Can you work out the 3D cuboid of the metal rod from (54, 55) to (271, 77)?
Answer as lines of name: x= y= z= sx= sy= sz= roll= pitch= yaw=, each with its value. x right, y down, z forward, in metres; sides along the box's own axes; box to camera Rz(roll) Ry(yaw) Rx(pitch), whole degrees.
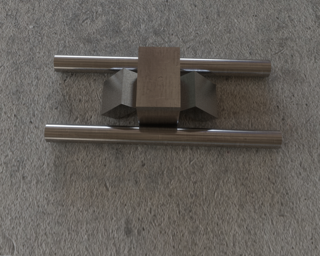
metal rod: x=0.004 y=-0.088 z=0.442 sx=0.302 sy=0.025 sz=0.025 roll=1 pitch=70 yaw=0

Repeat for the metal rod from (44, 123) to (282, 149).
metal rod: x=0.004 y=0.011 z=0.405 sx=0.302 sy=0.025 sz=0.025 roll=2 pitch=70 yaw=0

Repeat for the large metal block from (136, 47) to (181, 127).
large metal block: x=-0.002 y=-0.048 z=0.400 sx=0.050 sy=0.080 sz=0.080 roll=1 pitch=70 yaw=0

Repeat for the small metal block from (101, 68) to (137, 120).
small metal block: x=-0.053 y=-0.044 z=0.410 sx=0.025 sy=0.050 sz=0.050 roll=16 pitch=65 yaw=-37

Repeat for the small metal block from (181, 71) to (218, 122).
small metal block: x=0.051 y=-0.040 z=0.410 sx=0.025 sy=0.050 sz=0.050 roll=-17 pitch=64 yaw=39
